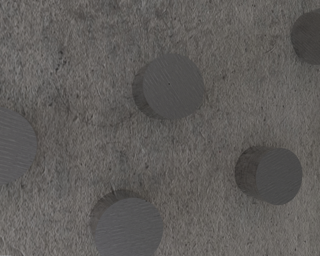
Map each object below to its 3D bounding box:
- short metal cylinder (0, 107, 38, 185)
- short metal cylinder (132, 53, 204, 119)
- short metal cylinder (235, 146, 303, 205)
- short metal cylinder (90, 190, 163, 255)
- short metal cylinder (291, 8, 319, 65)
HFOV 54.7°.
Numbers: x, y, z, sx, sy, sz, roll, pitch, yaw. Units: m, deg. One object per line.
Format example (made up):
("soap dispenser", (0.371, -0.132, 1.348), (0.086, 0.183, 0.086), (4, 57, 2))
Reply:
("short metal cylinder", (-0.174, 0.018, 0.331), (0.081, 0.050, 0.080), (0, 90, -20))
("short metal cylinder", (0.009, -0.051, 0.399), (0.081, 0.050, 0.080), (0, 90, -20))
("short metal cylinder", (0.158, 0.067, 0.454), (0.081, 0.050, 0.080), (0, 90, -20))
("short metal cylinder", (-0.043, 0.120, 0.380), (0.081, 0.050, 0.080), (0, 90, -20))
("short metal cylinder", (0.251, -0.143, 0.472), (0.050, 0.080, 0.080), (-25, 99, -18))
